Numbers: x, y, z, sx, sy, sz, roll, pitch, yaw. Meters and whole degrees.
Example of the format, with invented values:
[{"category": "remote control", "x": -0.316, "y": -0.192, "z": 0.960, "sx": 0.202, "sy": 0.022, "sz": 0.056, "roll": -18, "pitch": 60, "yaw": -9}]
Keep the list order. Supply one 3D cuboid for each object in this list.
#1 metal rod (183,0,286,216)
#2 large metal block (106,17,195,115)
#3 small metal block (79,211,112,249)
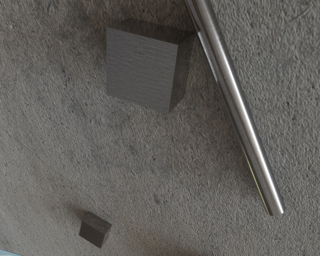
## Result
[{"category": "metal rod", "x": 0.085, "y": -0.025, "z": 0.345, "sx": 0.025, "sy": 0.025, "sz": 0.299, "roll": -13, "pitch": 112, "yaw": 33}, {"category": "large metal block", "x": -0.013, "y": -0.072, "z": 0.352, "sx": 0.080, "sy": 0.050, "sz": 0.079, "roll": 19, "pitch": 126, "yaw": 17}, {"category": "small metal block", "x": -0.123, "y": 0.195, "z": 0.590, "sx": 0.050, "sy": 0.025, "sz": 0.050, "roll": 28, "pitch": 128, "yaw": 10}]
